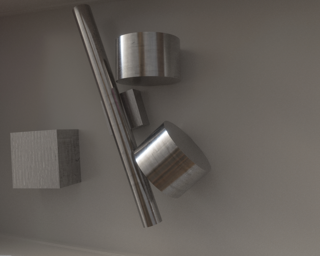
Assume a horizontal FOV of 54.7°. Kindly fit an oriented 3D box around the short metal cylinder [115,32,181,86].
[{"bbox_3d":[-0.015,-0.083,0.386,0.080,0.080,0.050,-1,90,19],"label":"short metal cylinder"}]

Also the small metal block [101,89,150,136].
[{"bbox_3d":[-0.048,-0.021,0.426,0.050,0.025,0.050,-18,84,18],"label":"small metal block"}]

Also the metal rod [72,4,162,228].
[{"bbox_3d":[-0.058,-0.021,0.403,0.025,0.025,0.299,-21,83,18],"label":"metal rod"}]

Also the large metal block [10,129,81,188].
[{"bbox_3d":[-0.167,0.044,0.454,0.080,0.050,0.079,-4,89,19],"label":"large metal block"}]

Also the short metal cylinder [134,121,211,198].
[{"bbox_3d":[0.016,0.037,0.375,0.050,0.080,0.080,-44,77,15],"label":"short metal cylinder"}]
